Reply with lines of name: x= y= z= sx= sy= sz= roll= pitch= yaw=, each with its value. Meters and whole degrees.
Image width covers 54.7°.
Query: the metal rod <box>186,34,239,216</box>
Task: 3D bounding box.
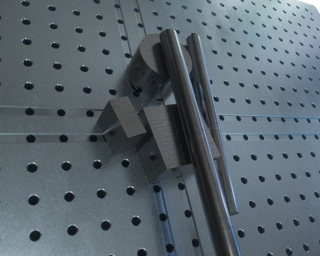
metal rod: x=0.072 y=-0.022 z=0.462 sx=0.025 sy=0.025 sz=0.299 roll=8 pitch=58 yaw=-25

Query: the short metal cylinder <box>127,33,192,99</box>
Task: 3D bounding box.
short metal cylinder: x=-0.001 y=-0.089 z=0.447 sx=0.081 sy=0.050 sz=0.080 roll=14 pitch=56 yaw=-21

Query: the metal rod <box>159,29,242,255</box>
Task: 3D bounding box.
metal rod: x=0.040 y=0.003 z=0.365 sx=0.025 sy=0.025 sz=0.299 roll=2 pitch=61 yaw=-28

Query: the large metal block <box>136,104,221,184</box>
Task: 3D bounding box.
large metal block: x=0.017 y=0.017 z=0.392 sx=0.081 sy=0.050 sz=0.080 roll=-9 pitch=66 yaw=-32

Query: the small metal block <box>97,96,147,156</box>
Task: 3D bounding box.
small metal block: x=-0.047 y=-0.002 z=0.369 sx=0.025 sy=0.050 sz=0.050 roll=-17 pitch=71 yaw=-35
